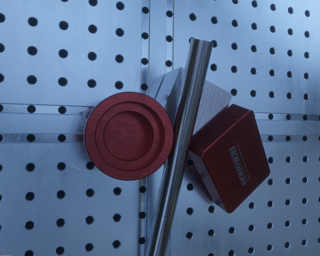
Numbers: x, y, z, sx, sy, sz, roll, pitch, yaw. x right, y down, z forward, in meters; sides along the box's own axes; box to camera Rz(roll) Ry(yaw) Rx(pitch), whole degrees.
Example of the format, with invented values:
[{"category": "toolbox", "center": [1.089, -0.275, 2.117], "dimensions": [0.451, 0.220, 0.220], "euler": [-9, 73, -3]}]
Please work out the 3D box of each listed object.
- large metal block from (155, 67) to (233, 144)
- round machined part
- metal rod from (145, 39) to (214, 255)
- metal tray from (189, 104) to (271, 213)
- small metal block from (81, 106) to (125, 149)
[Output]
[{"category": "large metal block", "center": [0.037, -0.023, 0.410], "dimensions": [0.080, 0.050, 0.080], "euler": [24, 82, -19]}, {"category": "round machined part", "center": [-0.038, 0.009, 0.357], "dimensions": [0.099, 0.042, 0.097], "euler": [0, 91, -17]}, {"category": "metal rod", "center": [0.018, 0.047, 0.373], "dimensions": [0.025, 0.025, 0.298], "euler": [7, 104, -20]}, {"category": "metal tray", "center": [0.097, 0.044, 0.415], "dimensions": [0.090, 0.030, 0.130], "euler": [-40, 128, -15]}, {"category": "small metal block", "center": [-0.064, -0.006, 0.386], "dimensions": [0.050, 0.025, 0.050], "euler": [-23, 98, -19]}]
